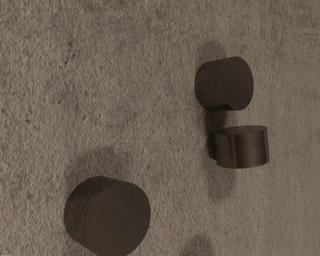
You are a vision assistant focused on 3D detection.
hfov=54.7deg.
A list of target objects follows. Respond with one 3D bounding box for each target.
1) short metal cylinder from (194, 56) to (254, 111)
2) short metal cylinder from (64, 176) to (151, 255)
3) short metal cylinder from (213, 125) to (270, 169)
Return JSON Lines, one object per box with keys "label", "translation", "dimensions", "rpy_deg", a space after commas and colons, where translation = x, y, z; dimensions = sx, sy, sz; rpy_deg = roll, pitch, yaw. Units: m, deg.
{"label": "short metal cylinder", "translation": [0.099, -0.065, 0.474], "dimensions": [0.081, 0.050, 0.079], "rpy_deg": [0, 90, -40]}
{"label": "short metal cylinder", "translation": [-0.057, 0.096, 0.342], "dimensions": [0.081, 0.050, 0.079], "rpy_deg": [0, 90, -40]}
{"label": "short metal cylinder", "translation": [0.125, 0.027, 0.476], "dimensions": [0.081, 0.080, 0.050], "rpy_deg": [-13, 99, -40]}
